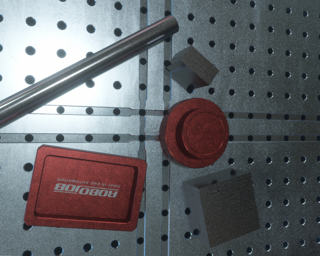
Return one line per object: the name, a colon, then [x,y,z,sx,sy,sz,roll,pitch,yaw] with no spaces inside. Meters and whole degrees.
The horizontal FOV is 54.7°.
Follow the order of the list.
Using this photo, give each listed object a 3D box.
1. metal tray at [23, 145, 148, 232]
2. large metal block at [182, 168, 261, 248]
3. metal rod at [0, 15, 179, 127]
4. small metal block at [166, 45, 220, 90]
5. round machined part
metal tray: [-0.088,0.074,0.378,0.131,0.030,0.089,11,86,-20]
large metal block: [0.085,0.107,0.432,0.081,0.050,0.079,-13,95,-20]
metal rod: [-0.103,-0.064,0.374,0.302,0.025,0.025,-33,101,-17]
small metal block: [0.043,-0.080,0.416,0.050,0.050,0.025,38,78,-17]
round machined part: [0.053,0.007,0.425,0.099,0.042,0.097,0,90,-21]
